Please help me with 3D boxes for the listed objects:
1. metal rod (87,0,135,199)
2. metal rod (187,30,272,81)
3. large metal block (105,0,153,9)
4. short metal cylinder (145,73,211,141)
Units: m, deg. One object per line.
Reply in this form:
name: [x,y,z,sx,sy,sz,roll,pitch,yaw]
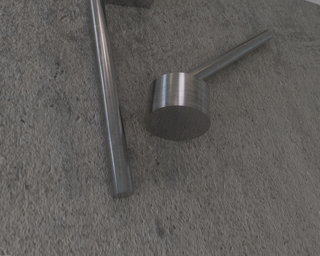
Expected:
metal rod: [-0.068,-0.059,0.402,0.025,0.025,0.299,2,61,-27]
metal rod: [0.119,-0.123,0.542,0.302,0.025,0.025,-34,81,-38]
large metal block: [-0.055,-0.249,0.510,0.081,0.050,0.080,-6,65,-31]
short metal cylinder: [0.023,-0.025,0.396,0.081,0.080,0.050,16,55,-19]
